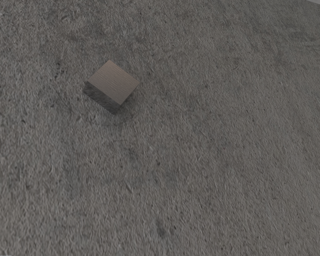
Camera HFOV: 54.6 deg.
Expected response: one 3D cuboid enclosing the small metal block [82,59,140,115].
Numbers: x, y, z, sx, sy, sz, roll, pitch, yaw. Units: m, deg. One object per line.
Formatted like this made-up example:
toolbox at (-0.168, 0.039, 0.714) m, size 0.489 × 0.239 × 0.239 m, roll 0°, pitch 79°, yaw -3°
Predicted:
small metal block at (-0.063, -0.053, 0.402) m, size 0.050 × 0.025 × 0.050 m, roll 37°, pitch 51°, yaw -4°
